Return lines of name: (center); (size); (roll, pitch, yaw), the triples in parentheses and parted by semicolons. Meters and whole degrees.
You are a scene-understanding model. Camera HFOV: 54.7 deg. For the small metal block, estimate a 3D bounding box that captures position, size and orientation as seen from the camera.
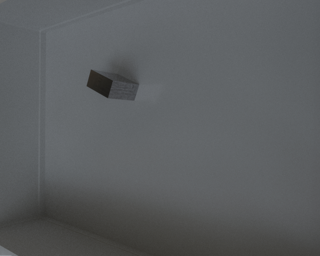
small metal block: (-0.067, -0.061, 0.444); (0.050, 0.050, 0.025); (30, 109, 35)
